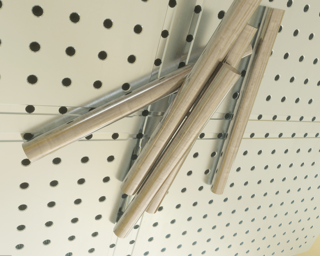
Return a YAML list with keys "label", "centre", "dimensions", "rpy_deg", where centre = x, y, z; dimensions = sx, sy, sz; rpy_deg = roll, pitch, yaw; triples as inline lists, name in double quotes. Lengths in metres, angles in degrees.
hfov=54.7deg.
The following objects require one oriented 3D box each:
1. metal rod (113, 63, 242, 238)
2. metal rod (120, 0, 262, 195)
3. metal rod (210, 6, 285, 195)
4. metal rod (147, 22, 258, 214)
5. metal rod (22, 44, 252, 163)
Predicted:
- label: "metal rod"
  centre: [0.010, 0.047, 0.414]
  dimensions: [0.025, 0.025, 0.298]
  rpy_deg: [13, 122, -34]
- label: "metal rod"
  centre: [0.026, -0.028, 0.380]
  dimensions: [0.025, 0.025, 0.298]
  rpy_deg: [14, 120, -34]
- label: "metal rod"
  centre: [0.124, -0.024, 0.466]
  dimensions: [0.025, 0.025, 0.298]
  rpy_deg: [-4, 120, -27]
- label: "metal rod"
  centre: [0.042, 0.003, 0.416]
  dimensions: [0.025, 0.025, 0.298]
  rpy_deg: [8, 121, -32]
- label: "metal rod"
  centre: [-0.017, -0.039, 0.378]
  dimensions: [0.302, 0.025, 0.025]
  rpy_deg: [-27, 128, -12]
